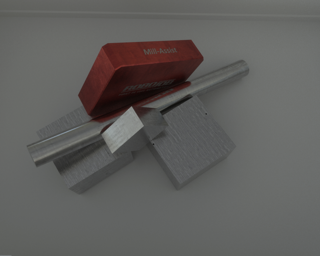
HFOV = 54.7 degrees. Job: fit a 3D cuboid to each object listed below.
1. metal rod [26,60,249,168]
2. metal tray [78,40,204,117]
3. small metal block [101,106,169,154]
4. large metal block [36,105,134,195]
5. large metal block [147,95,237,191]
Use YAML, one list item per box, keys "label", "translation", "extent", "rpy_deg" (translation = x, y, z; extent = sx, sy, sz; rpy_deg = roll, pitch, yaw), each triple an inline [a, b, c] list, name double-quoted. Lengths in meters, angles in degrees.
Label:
- label: "metal rod"
  translation: [-0.006, -0.028, 0.379]
  extent: [0.302, 0.025, 0.025]
  rpy_deg: [-25, 72, -25]
- label: "metal tray"
  translation: [-0.021, -0.060, 0.367]
  extent: [0.131, 0.090, 0.030]
  rpy_deg: [-16, 69, -40]
- label: "small metal block"
  translation: [-0.027, 0.002, 0.342]
  extent: [0.050, 0.050, 0.025]
  rpy_deg: [-40, 71, 25]
- label: "large metal block"
  translation: [-0.090, 0.023, 0.383]
  extent: [0.080, 0.050, 0.080]
  rpy_deg: [-32, 73, -11]
- label: "large metal block"
  translation: [0.034, 0.019, 0.388]
  extent: [0.080, 0.050, 0.080]
  rpy_deg: [-32, 73, -11]
